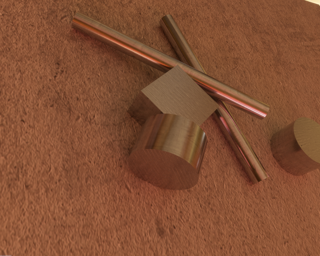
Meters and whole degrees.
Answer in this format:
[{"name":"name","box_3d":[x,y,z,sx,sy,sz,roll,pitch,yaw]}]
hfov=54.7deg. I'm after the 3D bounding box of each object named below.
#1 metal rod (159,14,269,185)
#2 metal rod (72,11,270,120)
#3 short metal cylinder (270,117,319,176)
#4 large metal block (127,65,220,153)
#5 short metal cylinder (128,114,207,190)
[{"name":"metal rod","box_3d":[0.076,-0.054,0.477,0.025,0.025,0.299,-16,70,-34]},{"name":"metal rod","box_3d":[0.018,-0.087,0.445,0.301,0.025,0.025,25,52,-4]},{"name":"short metal cylinder","box_3d":[0.225,0.030,0.490,0.081,0.050,0.080,14,56,-21]},{"name":"large metal block","box_3d":[0.018,-0.026,0.413,0.080,0.050,0.080,46,51,3]},{"name":"short metal cylinder","box_3d":[0.010,0.029,0.356,0.080,0.080,0.050,28,52,-11]}]
